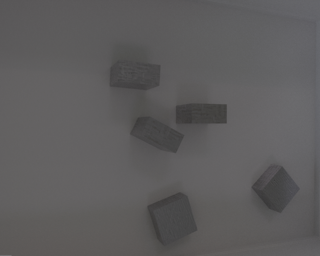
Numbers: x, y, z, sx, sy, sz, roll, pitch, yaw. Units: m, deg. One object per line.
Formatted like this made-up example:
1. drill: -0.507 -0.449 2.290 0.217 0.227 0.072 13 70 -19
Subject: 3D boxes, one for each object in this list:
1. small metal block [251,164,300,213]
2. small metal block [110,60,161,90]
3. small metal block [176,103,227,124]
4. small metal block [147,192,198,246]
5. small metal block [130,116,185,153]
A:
1. small metal block: 0.178 0.092 0.476 0.050 0.025 0.050 -44 104 -15
2. small metal block: -0.032 -0.065 0.385 0.050 0.050 0.025 3 89 -20
3. small metal block: 0.055 -0.018 0.417 0.050 0.050 0.025 0 90 -20
4. small metal block: 0.017 0.121 0.417 0.050 0.025 0.050 -19 97 -19
5. small metal block: -0.005 0.008 0.395 0.050 0.050 0.025 28 81 -18
